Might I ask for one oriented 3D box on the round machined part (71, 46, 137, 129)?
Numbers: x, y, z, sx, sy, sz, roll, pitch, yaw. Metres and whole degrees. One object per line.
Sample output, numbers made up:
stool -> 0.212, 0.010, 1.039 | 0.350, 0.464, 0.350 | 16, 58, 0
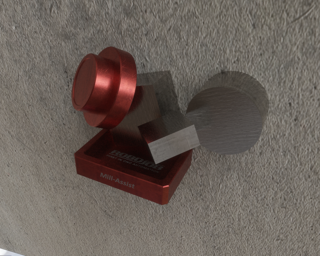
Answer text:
round machined part -> -0.072, -0.050, 0.367 | 0.042, 0.098, 0.098 | 13, 140, -36

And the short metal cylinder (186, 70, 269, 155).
short metal cylinder -> 0.075, -0.017, 0.343 | 0.080, 0.050, 0.079 | 13, 124, 21

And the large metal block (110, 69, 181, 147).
large metal block -> -0.023, -0.023, 0.391 | 0.080, 0.050, 0.080 | -1, 118, 29

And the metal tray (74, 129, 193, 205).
metal tray -> -0.033, 0.042, 0.409 | 0.130, 0.090, 0.030 | 16, 125, 19

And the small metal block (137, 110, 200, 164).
small metal block -> 0.008, 0.008, 0.334 | 0.050, 0.050, 0.025 | -23, 115, -7
